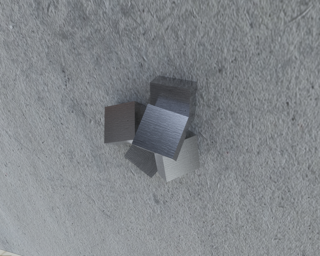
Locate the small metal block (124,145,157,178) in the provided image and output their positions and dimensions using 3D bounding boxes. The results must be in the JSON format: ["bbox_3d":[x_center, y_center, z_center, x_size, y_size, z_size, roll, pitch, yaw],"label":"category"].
[{"bbox_3d":[-0.015,0.035,0.436,0.050,0.025,0.050,39,129,1],"label":"small metal block"}]

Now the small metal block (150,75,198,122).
[{"bbox_3d":[0.016,-0.033,0.378,0.050,0.025,0.050,13,124,20],"label":"small metal block"}]

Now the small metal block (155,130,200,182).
[{"bbox_3d":[0.022,0.034,0.398,0.025,0.050,0.050,38,143,55],"label":"small metal block"}]

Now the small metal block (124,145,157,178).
[{"bbox_3d":[-0.015,0.035,0.436,0.050,0.025,0.050,39,129,2],"label":"small metal block"}]

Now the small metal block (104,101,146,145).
[{"bbox_3d":[-0.046,-0.005,0.412,0.050,0.025,0.050,-8,77,31],"label":"small metal block"}]

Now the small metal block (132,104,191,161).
[{"bbox_3d":[0.003,0.006,0.359,0.050,0.025,0.050,20,82,16],"label":"small metal block"}]
